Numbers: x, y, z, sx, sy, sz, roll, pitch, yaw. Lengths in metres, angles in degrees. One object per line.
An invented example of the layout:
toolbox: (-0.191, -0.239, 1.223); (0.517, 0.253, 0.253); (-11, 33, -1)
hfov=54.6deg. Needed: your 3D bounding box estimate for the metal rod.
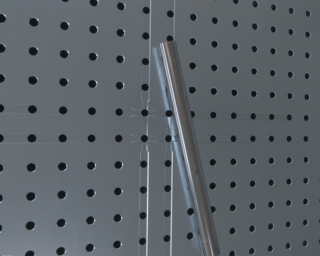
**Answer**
metal rod: (0.041, 0.032, 0.427); (0.025, 0.025, 0.298); (-14, 95, -19)
